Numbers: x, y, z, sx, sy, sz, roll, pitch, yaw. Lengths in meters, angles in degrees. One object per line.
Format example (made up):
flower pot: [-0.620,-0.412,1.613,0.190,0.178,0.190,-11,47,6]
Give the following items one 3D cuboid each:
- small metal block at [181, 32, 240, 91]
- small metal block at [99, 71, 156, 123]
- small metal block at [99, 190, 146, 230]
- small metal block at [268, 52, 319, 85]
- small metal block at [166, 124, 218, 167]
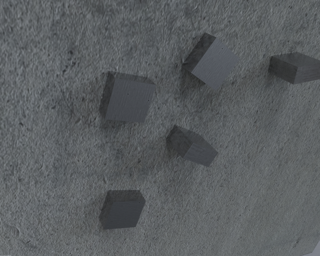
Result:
small metal block: [0.064,-0.083,0.390,0.050,0.025,0.050,28,103,-38]
small metal block: [-0.039,-0.036,0.363,0.050,0.025,0.050,5,116,-31]
small metal block: [-0.055,0.118,0.450,0.050,0.025,0.050,6,115,-31]
small metal block: [0.194,-0.087,0.443,0.050,0.050,0.025,-13,124,-22]
small metal block: [0.044,0.025,0.430,0.050,0.050,0.025,22,107,-36]
